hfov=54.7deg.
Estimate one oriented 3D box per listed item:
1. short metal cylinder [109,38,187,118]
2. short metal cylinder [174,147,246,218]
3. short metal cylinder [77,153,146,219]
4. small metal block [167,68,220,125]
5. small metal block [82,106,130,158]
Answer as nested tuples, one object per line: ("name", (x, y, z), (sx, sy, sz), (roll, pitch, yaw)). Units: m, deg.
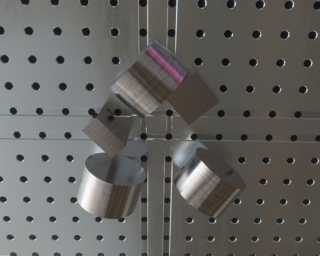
("short metal cylinder", (-0.015, -0.058, 0.363), (0.050, 0.080, 0.080), (43, 105, -14))
("short metal cylinder", (0.065, 0.071, 0.411), (0.080, 0.080, 0.050), (33, 107, -11))
("short metal cylinder", (-0.064, 0.074, 0.411), (0.080, 0.080, 0.050), (16, 109, -6))
("small metal block", (0.040, -0.041, 0.399), (0.050, 0.025, 0.050), (-38, 106, 12))
("small metal block", (-0.068, 0.004, 0.401), (0.025, 0.050, 0.050), (-41, 105, 13))
